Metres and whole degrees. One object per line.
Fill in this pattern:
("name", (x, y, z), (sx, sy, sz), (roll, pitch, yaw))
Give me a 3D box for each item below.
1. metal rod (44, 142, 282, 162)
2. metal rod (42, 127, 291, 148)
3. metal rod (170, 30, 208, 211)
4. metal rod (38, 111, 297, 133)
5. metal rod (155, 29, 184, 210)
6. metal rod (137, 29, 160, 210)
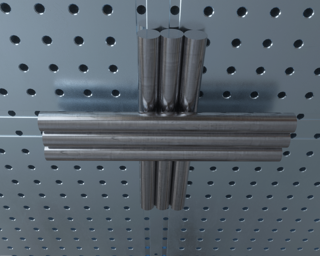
("metal rod", (0.005, 0.031, 0.405), (0.302, 0.025, 0.025), (0, 130, -1))
("metal rod", (0.009, 0.012, 0.389), (0.302, 0.025, 0.025), (0, 130, -1))
("metal rod", (0.033, 0.015, 0.424), (0.025, 0.025, 0.298), (1, 130, -1))
("metal rod", (0.009, -0.007, 0.372), (0.302, 0.025, 0.025), (0, 130, -1))
("metal rod", (0.008, 0.014, 0.423), (0.025, 0.025, 0.298), (1, 130, -1))
("metal rod", (-0.017, 0.014, 0.423), (0.025, 0.025, 0.298), (1, 130, -1))
